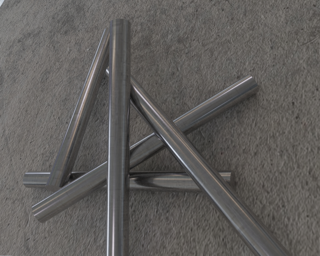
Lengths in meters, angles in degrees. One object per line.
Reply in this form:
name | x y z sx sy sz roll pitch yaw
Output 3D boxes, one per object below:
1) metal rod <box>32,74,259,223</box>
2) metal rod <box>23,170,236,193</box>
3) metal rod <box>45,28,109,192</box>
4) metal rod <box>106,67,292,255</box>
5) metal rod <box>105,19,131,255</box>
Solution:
metal rod | -0.015 0.024 0.373 0.301 0.025 0.025 -31 51 -2
metal rod | -0.058 0.067 0.393 0.300 0.025 0.025 -4 60 26
metal rod | -0.111 -0.046 0.472 0.025 0.025 0.300 -8 53 24
metal rod | 0.026 0.025 0.332 0.025 0.025 0.300 -41 62 1
metal rod | -0.046 0.023 0.348 0.025 0.025 0.298 -5 80 26
